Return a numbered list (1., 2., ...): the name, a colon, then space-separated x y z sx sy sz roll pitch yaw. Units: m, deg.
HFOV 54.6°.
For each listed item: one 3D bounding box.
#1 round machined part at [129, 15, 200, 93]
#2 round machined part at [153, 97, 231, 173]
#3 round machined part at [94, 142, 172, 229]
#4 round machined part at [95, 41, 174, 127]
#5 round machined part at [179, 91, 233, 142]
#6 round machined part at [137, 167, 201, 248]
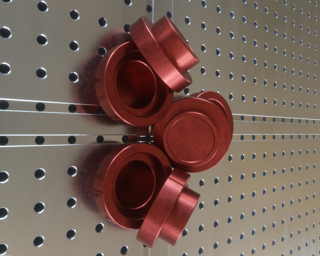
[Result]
1. round machined part: 0.011 -0.094 0.370 0.098 0.042 0.098 49 17 -20
2. round machined part: 0.039 0.010 0.390 0.042 0.098 0.097 -56 136 -77
3. round machined part: -0.035 0.065 0.368 0.099 0.042 0.097 0 90 -40
4. round machined part: -0.033 -0.050 0.368 0.099 0.042 0.097 0 90 -40
5. round machined part: 0.058 -0.003 0.445 0.099 0.042 0.097 0 90 -40
6. round machined part: 0.015 0.100 0.372 0.042 0.098 0.098 28 71 11
